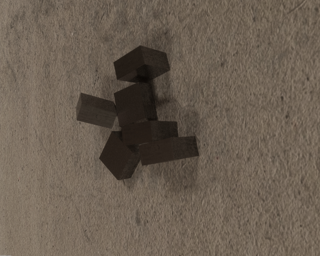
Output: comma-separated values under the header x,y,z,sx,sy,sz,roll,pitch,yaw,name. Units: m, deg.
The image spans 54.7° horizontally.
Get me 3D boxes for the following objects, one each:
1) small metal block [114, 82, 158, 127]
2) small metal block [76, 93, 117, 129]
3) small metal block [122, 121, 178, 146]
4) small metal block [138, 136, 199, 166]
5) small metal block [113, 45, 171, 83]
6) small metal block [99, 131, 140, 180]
x,y,z,sx,sy,sz,roll,pitch,yaw,name
-0.034,-0.031,0.431,0.050,0.025,0.050,-17,79,38,small metal block
-0.093,-0.026,0.451,0.050,0.050,0.025,-122,50,-61,small metal block
-0.013,0.007,0.397,0.050,0.050,0.025,-9,84,40,small metal block
0.011,0.028,0.378,0.050,0.050,0.025,-16,81,38,small metal block
-0.023,-0.081,0.406,0.050,0.050,0.025,-21,77,38,small metal block
-0.056,0.039,0.449,0.050,0.025,0.050,42,115,31,small metal block
